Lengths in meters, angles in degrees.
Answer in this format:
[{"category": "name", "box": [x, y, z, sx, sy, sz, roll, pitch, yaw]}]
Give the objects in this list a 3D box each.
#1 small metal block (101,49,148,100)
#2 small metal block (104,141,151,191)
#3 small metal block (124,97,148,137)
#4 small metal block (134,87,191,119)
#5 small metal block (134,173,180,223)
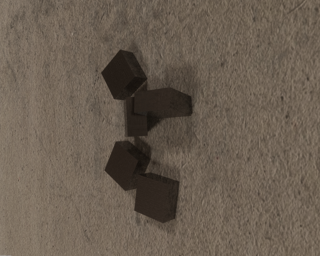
[{"category": "small metal block", "box": [-0.052, -0.075, 0.446, 0.050, 0.025, 0.050, -42, 65, 31]}, {"category": "small metal block", "box": [-0.047, 0.053, 0.442, 0.050, 0.025, 0.050, 36, 112, 33]}, {"category": "small metal block", "box": [-0.033, -0.014, 0.413, 0.050, 0.025, 0.050, 167, 101, -80]}, {"category": "small metal block", "box": [0.004, -0.029, 0.378, 0.050, 0.050, 0.025, -4, 81, 33]}, {"category": "small metal block", "box": [-0.005, 0.090, 0.407, 0.050, 0.025, 0.050, 11, 97, 39]}]
